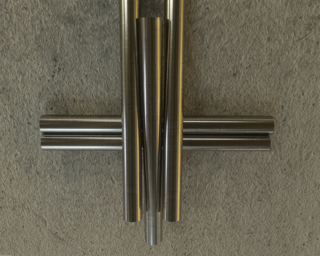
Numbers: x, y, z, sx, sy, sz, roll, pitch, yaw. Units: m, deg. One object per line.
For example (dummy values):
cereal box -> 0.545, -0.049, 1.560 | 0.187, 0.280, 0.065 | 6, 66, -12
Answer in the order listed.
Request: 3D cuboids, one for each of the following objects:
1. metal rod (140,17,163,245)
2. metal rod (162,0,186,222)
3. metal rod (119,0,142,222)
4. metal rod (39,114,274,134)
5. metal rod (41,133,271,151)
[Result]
metal rod -> -0.009, 0.018, 0.390 | 0.025, 0.025, 0.298 | 0, 110, 0
metal rod -> 0.017, -0.028, 0.378 | 0.025, 0.025, 0.298 | 0, 102, -1
metal rod -> -0.035, -0.027, 0.378 | 0.025, 0.025, 0.298 | 0, 102, -1
metal rod -> -0.003, -0.005, 0.410 | 0.302, 0.025, 0.025 | 0, 110, -1
metal rod -> -0.005, 0.019, 0.419 | 0.302, 0.025, 0.025 | 0, 110, -1
